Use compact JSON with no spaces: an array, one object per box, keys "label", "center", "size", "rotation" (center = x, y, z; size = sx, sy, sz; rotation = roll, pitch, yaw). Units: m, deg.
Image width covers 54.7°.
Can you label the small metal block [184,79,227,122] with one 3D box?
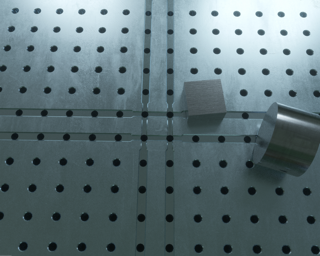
[{"label":"small metal block","center":[0.060,-0.037,0.426],"size":[0.050,0.025,0.050],"rotation":[-5,70,-2]}]

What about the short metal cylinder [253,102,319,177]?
[{"label":"short metal cylinder","center":[0.153,0.014,0.378],"size":[0.050,0.080,0.080],"rotation":[17,71,6]}]
